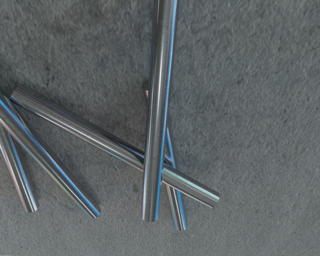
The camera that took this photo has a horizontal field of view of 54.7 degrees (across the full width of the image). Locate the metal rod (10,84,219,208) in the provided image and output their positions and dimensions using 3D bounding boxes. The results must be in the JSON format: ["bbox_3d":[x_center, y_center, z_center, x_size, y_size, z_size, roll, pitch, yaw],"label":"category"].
[{"bbox_3d":[-0.047,0.031,0.409,0.301,0.025,0.025,30,124,-15],"label":"metal rod"}]

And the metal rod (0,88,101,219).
[{"bbox_3d":[-0.154,0.044,0.425,0.025,0.025,0.299,-13,134,10],"label":"metal rod"}]

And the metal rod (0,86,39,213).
[{"bbox_3d":[-0.206,0.017,0.418,0.025,0.025,0.298,2,130,-2],"label":"metal rod"}]

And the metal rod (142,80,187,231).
[{"bbox_3d":[0.014,0.061,0.459,0.025,0.025,0.298,-7,130,5],"label":"metal rod"}]

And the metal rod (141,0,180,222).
[{"bbox_3d":[-0.003,-0.010,0.358,0.025,0.025,0.298,3,118,-3],"label":"metal rod"}]
